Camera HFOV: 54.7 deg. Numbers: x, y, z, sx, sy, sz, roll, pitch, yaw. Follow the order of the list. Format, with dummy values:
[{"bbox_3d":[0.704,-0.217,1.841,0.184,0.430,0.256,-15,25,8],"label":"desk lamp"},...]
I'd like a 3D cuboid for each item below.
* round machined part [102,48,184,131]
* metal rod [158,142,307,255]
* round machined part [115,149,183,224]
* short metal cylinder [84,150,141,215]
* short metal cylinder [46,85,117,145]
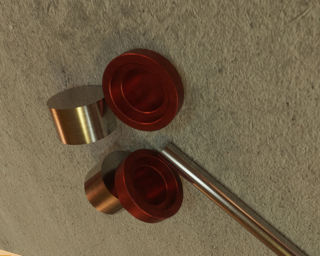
[{"bbox_3d":[-0.017,-0.048,0.373,0.098,0.042,0.097,13,124,20],"label":"round machined part"},{"bbox_3d":[0.120,0.124,0.419,0.300,0.025,0.025,40,129,0],"label":"metal rod"},{"bbox_3d":[-0.019,0.081,0.418,0.098,0.098,0.042,47,128,-5],"label":"round machined part"},{"bbox_3d":[-0.062,0.079,0.451,0.080,0.080,0.050,47,129,-5],"label":"short metal cylinder"},{"bbox_3d":[-0.102,-0.020,0.411,0.080,0.080,0.050,5,121,25],"label":"short metal cylinder"}]
